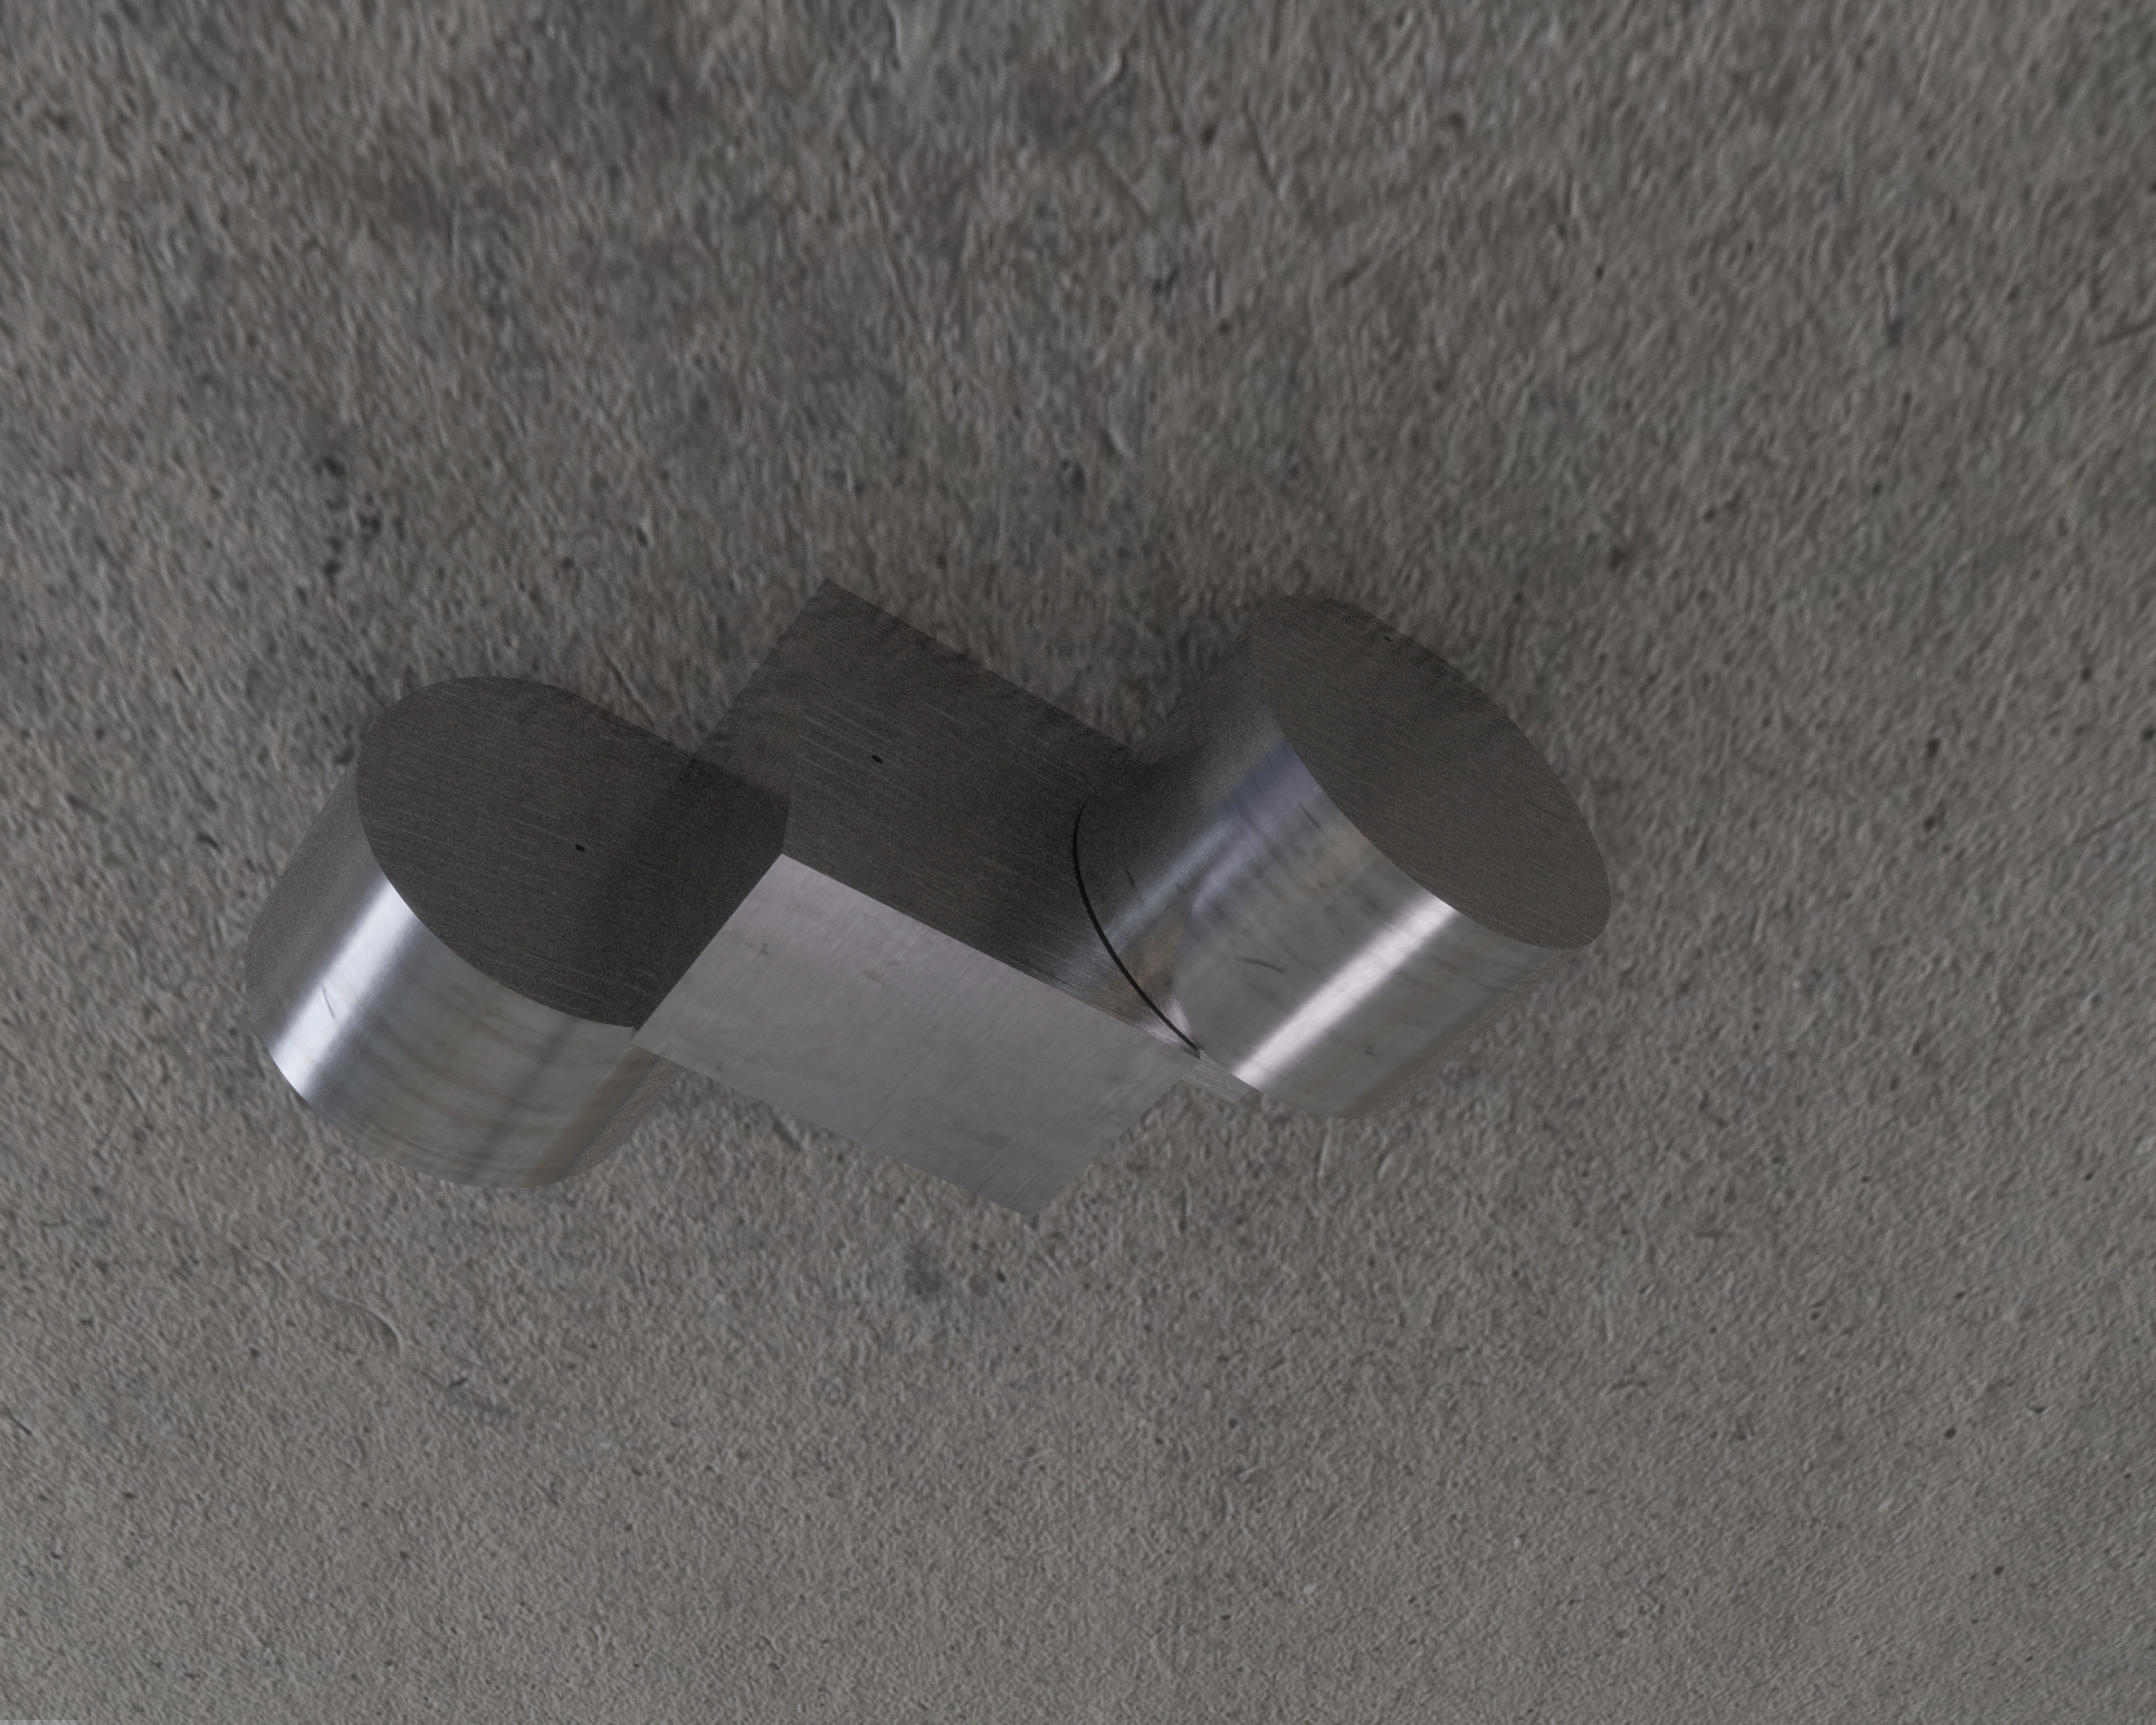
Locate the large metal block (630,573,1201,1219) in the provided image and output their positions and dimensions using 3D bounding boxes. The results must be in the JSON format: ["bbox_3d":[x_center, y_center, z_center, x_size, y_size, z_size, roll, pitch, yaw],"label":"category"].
[{"bbox_3d":[-0.027,0.006,0.378,0.080,0.080,0.050,28,124,-22],"label":"large metal block"}]

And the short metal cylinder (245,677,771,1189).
[{"bbox_3d":[-0.103,0.012,0.382,0.080,0.080,0.050,28,125,-22],"label":"short metal cylinder"}]

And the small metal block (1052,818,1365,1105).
[{"bbox_3d":[0.027,0.016,0.423,0.050,0.025,0.050,28,125,-22],"label":"small metal block"}]

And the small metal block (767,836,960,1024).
[{"bbox_3d":[-0.052,0.021,0.427,0.050,0.025,0.050,28,125,-22],"label":"small metal block"}]

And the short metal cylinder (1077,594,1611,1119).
[{"bbox_3d":[0.047,-0.001,0.372,0.080,0.080,0.050,28,125,-22],"label":"short metal cylinder"}]
